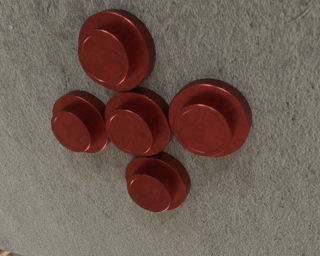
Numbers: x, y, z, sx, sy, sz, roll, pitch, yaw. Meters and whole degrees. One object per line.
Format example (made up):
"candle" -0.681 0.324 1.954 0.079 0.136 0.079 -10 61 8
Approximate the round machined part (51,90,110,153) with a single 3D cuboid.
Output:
"round machined part" -0.119 -0.003 0.456 0.098 0.042 0.097 13 124 20

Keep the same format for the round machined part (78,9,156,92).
"round machined part" -0.058 -0.089 0.372 0.098 0.042 0.097 13 124 20

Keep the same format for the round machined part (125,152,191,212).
"round machined part" -0.008 0.083 0.451 0.098 0.042 0.097 13 124 20

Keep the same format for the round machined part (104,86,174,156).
"round machined part" -0.032 -0.003 0.411 0.098 0.042 0.097 13 124 20

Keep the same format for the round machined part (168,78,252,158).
"round machined part" 0.054 -0.005 0.365 0.098 0.042 0.097 13 124 20
